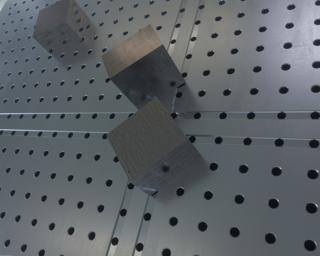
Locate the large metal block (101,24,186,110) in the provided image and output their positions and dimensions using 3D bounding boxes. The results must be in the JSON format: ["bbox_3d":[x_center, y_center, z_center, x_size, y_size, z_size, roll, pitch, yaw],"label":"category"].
[{"bbox_3d":[-0.022,-0.083,0.436,0.080,0.080,0.050,-31,52,8],"label":"large metal block"}]

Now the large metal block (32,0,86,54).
[{"bbox_3d":[-0.202,-0.208,0.628,0.080,0.050,0.080,-15,55,19],"label":"large metal block"}]

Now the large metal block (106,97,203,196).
[{"bbox_3d":[-0.008,0.022,0.384,0.080,0.050,0.080,-37,51,3],"label":"large metal block"}]
